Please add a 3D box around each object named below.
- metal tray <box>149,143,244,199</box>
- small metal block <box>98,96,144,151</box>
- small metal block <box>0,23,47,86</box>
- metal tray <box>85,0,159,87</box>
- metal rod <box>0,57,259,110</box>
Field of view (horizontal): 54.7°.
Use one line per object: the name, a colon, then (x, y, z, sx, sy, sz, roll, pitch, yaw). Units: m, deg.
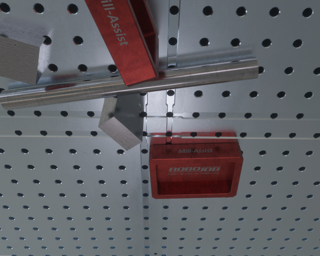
metal tray: (0.051, 0.066, 0.464, 0.131, 0.030, 0.089, -2, 130, 1)
small metal block: (-0.047, -0.008, 0.388, 0.025, 0.050, 0.050, -31, 124, 23)
small metal block: (-0.157, -0.080, 0.342, 0.050, 0.025, 0.050, 15, 129, -13)
metal tray: (-0.036, -0.113, 0.271, 0.030, 0.090, 0.130, -14, 129, 12)
metal rod: (-0.040, -0.051, 0.367, 0.302, 0.025, 0.025, -7, 130, 5)
